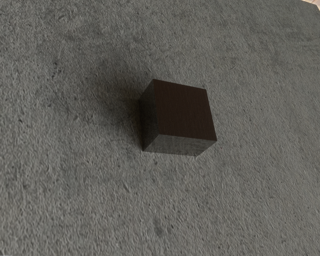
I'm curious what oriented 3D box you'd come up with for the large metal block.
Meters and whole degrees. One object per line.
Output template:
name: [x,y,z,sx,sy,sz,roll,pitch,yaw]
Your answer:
large metal block: [0.021,-0.011,0.409,0.081,0.050,0.080,8,58,-25]
